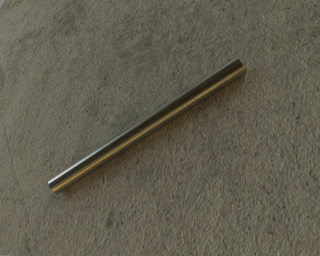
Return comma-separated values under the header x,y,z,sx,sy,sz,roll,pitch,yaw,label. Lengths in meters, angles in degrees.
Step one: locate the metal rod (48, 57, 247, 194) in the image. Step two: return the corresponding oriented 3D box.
x,y,z,sx,sy,sz,roll,pitch,yaw,label
-0.021,0.001,0.415,0.300,0.025,0.025,-33,51,6,metal rod
